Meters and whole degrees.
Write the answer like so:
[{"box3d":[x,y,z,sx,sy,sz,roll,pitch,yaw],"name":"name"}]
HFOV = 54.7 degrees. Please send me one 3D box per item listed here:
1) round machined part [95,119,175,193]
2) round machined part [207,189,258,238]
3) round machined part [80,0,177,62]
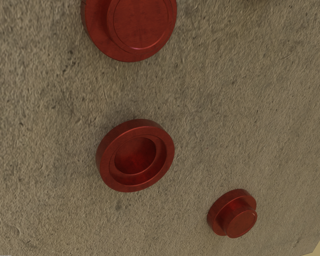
[{"box3d":[-0.034,0.031,0.396,0.099,0.042,0.097,-14,124,-21],"name":"round machined part"},{"box3d":[0.140,0.164,0.574,0.099,0.042,0.097,-14,124,-21],"name":"round machined part"},{"box3d":[-0.026,-0.113,0.312,0.099,0.042,0.097,-14,124,-21],"name":"round machined part"}]
